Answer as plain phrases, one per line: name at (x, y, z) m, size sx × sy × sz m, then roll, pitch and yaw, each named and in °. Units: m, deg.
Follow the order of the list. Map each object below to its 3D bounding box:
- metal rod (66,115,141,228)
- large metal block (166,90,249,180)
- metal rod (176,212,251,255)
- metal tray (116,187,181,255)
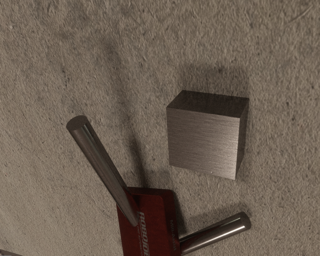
metal rod at (-0.052, 0.100, 0.442) m, size 0.025 × 0.025 × 0.299 m, roll 4°, pitch 137°, yaw 26°
large metal block at (0.056, 0.006, 0.364) m, size 0.080 × 0.050 × 0.079 m, roll 10°, pitch 123°, yaw 22°
metal rod at (0.014, 0.202, 0.500) m, size 0.299 × 0.025 × 0.025 m, roll -36°, pitch 98°, yaw 31°
metal tray at (-0.018, 0.160, 0.480) m, size 0.090 × 0.030 × 0.129 m, roll -4°, pitch 97°, yaw 33°
